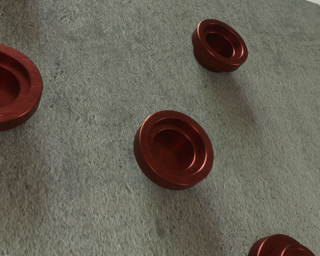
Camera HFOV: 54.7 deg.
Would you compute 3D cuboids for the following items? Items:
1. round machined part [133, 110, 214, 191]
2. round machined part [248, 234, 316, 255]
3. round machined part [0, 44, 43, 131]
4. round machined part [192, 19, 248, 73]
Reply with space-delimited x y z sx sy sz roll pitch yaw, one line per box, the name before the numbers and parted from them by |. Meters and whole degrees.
round machined part | 0.013 0.030 0.381 0.099 0.042 0.098 14 56 -21
round machined part | 0.156 0.177 0.369 0.099 0.042 0.098 14 56 -21
round machined part | -0.177 -0.038 0.321 0.099 0.042 0.098 14 56 -21
round machined part | 0.096 -0.133 0.526 0.099 0.042 0.098 14 56 -21
